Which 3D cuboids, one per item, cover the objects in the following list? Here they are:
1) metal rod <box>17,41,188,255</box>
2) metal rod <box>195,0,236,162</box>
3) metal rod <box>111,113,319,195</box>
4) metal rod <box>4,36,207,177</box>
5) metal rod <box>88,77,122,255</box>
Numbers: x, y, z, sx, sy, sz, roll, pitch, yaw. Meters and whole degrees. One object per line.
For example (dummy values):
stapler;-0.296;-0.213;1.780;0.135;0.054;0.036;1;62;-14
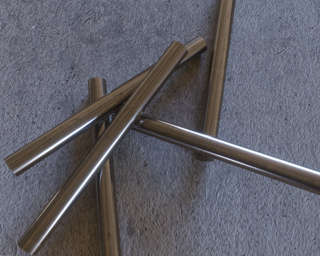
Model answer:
metal rod;-0.060;0.014;0.373;0.025;0.025;0.300;33;77;11
metal rod;0.085;-0.099;0.444;0.025;0.025;0.299;10;70;4
metal rod;0.077;0.027;0.365;0.301;0.025;0.025;19;71;19
metal rod;-0.053;-0.039;0.399;0.302;0.025;0.025;-36;74;-21
metal rod;-0.067;0.075;0.380;0.025;0.025;0.299;-7;70;-3
